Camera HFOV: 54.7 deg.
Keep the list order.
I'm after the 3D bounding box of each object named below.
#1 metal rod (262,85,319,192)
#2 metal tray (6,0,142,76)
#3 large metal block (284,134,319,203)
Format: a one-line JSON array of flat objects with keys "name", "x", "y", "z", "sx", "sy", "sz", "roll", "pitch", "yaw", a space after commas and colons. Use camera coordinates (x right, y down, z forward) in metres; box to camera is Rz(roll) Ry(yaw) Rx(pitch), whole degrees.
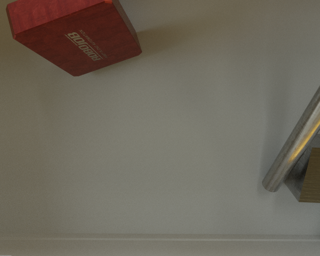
[{"name": "metal rod", "x": 0.177, "y": -0.023, "z": 0.341, "sx": 0.025, "sy": 0.025, "sz": 0.298, "roll": 7, "pitch": 135, "yaw": -3}, {"name": "metal tray", "x": -0.077, "y": -0.097, "z": 0.319, "sx": 0.090, "sy": 0.130, "sz": 0.030, "roll": -18, "pitch": 82, "yaw": 6}, {"name": "large metal block", "x": 0.226, "y": 0.055, "z": 0.421, "sx": 0.081, "sy": 0.050, "sz": 0.079, "roll": 3, "pitch": 110, "yaw": -2}]
